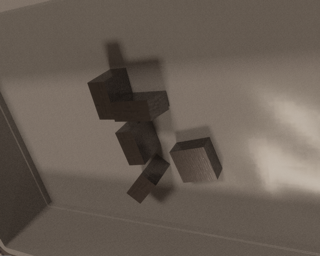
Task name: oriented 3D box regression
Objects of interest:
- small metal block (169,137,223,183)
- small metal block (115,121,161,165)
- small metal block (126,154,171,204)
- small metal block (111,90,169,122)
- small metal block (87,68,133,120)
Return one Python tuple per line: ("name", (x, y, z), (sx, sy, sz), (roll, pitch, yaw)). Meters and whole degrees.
("small metal block", (0.048, 0.043, 0.409), (0.050, 0.025, 0.050), (-12, 113, 33))
("small metal block", (-0.028, 0.015, 0.415), (0.025, 0.050, 0.050), (-7, 115, 31))
("small metal block", (-0.016, 0.073, 0.445), (0.025, 0.050, 0.050), (38, 129, 3))
("small metal block", (-0.024, -0.027, 0.384), (0.050, 0.050, 0.025), (0, 109, 27))
("small metal block", (-0.060, -0.044, 0.395), (0.025, 0.050, 0.050), (1, 119, 28))
